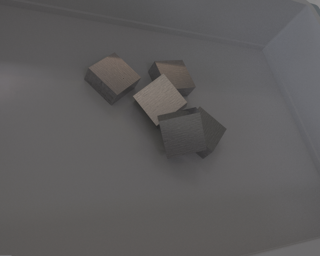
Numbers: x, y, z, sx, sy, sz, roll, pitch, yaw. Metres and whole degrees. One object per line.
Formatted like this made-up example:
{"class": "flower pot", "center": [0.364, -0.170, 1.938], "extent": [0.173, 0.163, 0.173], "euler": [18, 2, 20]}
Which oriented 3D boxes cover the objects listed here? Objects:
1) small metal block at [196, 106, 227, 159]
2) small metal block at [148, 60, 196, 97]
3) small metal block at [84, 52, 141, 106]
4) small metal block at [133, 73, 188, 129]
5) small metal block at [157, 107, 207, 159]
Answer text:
{"class": "small metal block", "center": [0.058, 0.006, 0.433], "extent": [0.050, 0.025, 0.050], "euler": [40, 51, -1]}
{"class": "small metal block", "center": [0.017, -0.072, 0.459], "extent": [0.050, 0.025, 0.050], "euler": [-11, 67, -33]}
{"class": "small metal block", "center": [-0.063, -0.066, 0.412], "extent": [0.050, 0.025, 0.050], "euler": [44, 51, 2]}
{"class": "small metal block", "center": [0.000, -0.035, 0.412], "extent": [0.050, 0.025, 0.050], "euler": [-37, 82, -5]}
{"class": "small metal block", "center": [0.027, 0.006, 0.387], "extent": [0.050, 0.025, 0.050], "euler": [-13, 108, -1]}
